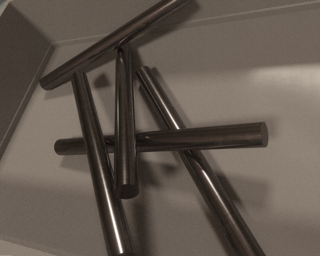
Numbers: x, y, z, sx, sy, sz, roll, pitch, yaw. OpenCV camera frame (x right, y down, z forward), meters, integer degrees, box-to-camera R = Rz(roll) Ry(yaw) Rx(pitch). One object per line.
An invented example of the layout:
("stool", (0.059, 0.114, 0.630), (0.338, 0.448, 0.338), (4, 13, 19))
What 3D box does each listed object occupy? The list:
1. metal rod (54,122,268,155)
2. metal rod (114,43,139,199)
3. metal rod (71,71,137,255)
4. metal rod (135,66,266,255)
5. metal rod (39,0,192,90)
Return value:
("metal rod", (-0.024, 0.018, 0.381), (0.300, 0.025, 0.025), (-5, 59, 34))
("metal rod", (-0.047, -0.038, 0.412), (0.025, 0.025, 0.300), (-23, 41, 14))
("metal rod", (-0.080, 0.020, 0.383), (0.025, 0.025, 0.300), (-32, 46, 7))
("metal rod", (0.031, 0.020, 0.376), (0.025, 0.025, 0.300), (-33, 52, 6))
("metal rod", (-0.085, -0.131, 0.494), (0.300, 0.025, 0.025), (-23, 53, 27))
